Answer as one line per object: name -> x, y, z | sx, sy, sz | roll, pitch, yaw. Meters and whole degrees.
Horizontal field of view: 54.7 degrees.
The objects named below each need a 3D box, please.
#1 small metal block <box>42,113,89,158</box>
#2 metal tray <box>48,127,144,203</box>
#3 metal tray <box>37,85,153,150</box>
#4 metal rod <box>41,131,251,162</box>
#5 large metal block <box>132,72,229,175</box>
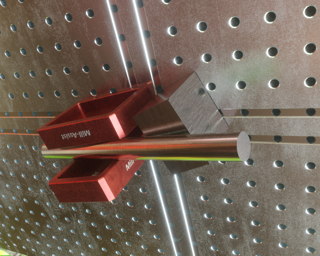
small metal block -> -0.143, 0.011, 0.475 | 0.025, 0.050, 0.050 | -8, 114, 31
metal tray -> -0.068, 0.042, 0.403 | 0.090, 0.131, 0.030 | -10, 114, 32
metal tray -> -0.081, -0.014, 0.401 | 0.130, 0.090, 0.030 | -9, 115, 31
metal rod -> -0.045, 0.024, 0.351 | 0.300, 0.025, 0.025 | -4, 117, 40
large metal block -> 0.027, -0.006, 0.355 | 0.050, 0.080, 0.080 | -25, 105, 36
